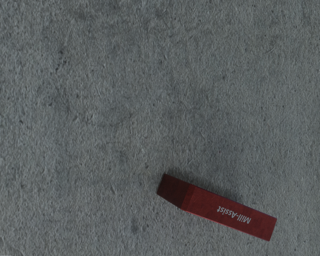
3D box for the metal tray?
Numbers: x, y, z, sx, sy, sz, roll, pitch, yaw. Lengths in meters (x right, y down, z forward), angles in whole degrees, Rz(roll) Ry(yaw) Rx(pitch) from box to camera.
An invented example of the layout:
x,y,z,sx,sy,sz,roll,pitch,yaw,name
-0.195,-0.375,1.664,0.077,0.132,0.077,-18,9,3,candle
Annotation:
x,y,z,sx,sy,sz,roll,pitch,yaw,name
0.071,0.101,0.400,0.131,0.090,0.030,24,82,-19,metal tray
